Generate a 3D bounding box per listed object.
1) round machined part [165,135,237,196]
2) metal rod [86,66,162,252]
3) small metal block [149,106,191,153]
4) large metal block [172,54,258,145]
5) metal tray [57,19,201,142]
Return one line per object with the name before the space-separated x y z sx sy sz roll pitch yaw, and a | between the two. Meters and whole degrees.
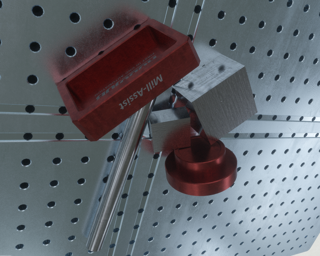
round machined part | 0.055 0.045 0.424 0.099 0.098 0.042 -18 121 -18
metal rod | -0.050 0.047 0.414 0.025 0.025 0.298 7 115 -32
small metal block | 0.013 0.002 0.411 0.050 0.025 0.050 -10 130 -6
large metal block | 0.075 -0.038 0.415 0.080 0.050 0.080 -35 129 -6
metal tray | -0.036 -0.054 0.316 0.130 0.090 0.030 -37 130 -4
